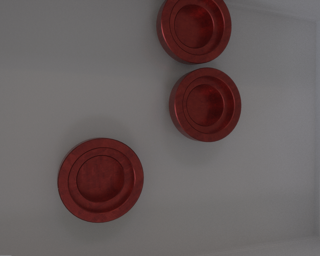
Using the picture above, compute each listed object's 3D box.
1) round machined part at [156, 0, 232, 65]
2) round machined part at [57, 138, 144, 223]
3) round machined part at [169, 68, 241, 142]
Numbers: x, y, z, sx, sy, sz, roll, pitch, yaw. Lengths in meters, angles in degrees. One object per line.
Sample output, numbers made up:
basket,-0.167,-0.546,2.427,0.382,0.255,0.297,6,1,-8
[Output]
round machined part,0.042,-0.133,0.413,0.099,0.042,0.097,-2,97,-18
round machined part,-0.073,0.060,0.375,0.099,0.042,0.097,0,90,-20
round machined part,0.058,-0.030,0.422,0.099,0.042,0.097,0,90,-20
